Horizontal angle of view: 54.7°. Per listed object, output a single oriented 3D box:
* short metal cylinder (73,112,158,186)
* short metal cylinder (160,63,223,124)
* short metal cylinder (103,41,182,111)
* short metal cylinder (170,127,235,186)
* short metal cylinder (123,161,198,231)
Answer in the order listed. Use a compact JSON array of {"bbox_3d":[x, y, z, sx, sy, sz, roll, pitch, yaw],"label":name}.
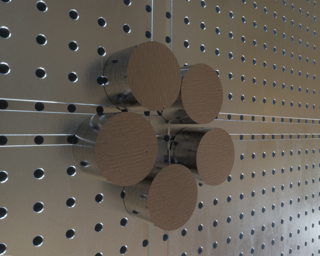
[{"bbox_3d":[-0.049,0.022,0.351,0.081,0.050,0.079,-1,91,-40],"label":"short metal cylinder"},{"bbox_3d":[0.041,-0.045,0.425,0.081,0.050,0.079,0,91,-40],"label":"short metal cylinder"},{"bbox_3d":[-0.020,-0.060,0.375,0.081,0.050,0.079,0,91,-40],"label":"short metal cylinder"},{"bbox_3d":[0.061,0.039,0.443,0.081,0.050,0.079,-2,93,-40],"label":"short metal cylinder"},{"bbox_3d":[0.002,0.083,0.392,0.081,0.050,0.080,0,90,-39],"label":"short metal cylinder"}]
